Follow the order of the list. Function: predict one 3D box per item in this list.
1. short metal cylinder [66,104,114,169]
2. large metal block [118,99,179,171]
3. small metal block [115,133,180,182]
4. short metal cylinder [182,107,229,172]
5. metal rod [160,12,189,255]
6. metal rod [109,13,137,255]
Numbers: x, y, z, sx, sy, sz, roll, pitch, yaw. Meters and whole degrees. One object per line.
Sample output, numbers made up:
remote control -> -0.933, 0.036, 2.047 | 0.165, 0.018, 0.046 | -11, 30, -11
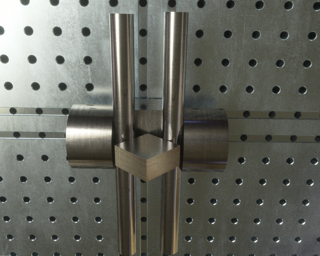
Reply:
short metal cylinder -> -0.080, 0.010, 0.383 | 0.050, 0.080, 0.079 | 1, 110, -1
large metal block -> -0.014, 0.008, 0.399 | 0.081, 0.050, 0.079 | 1, 110, -1
small metal block -> -0.014, 0.030, 0.340 | 0.050, 0.050, 0.025 | 19, 117, 40
short metal cylinder -> 0.052, 0.014, 0.385 | 0.050, 0.080, 0.079 | 1, 110, 0
metal rod -> 0.014, 0.022, 0.365 | 0.025, 0.025, 0.298 | 1, 110, -1
metal rod -> -0.041, 0.024, 0.365 | 0.025, 0.025, 0.298 | 1, 110, -1
